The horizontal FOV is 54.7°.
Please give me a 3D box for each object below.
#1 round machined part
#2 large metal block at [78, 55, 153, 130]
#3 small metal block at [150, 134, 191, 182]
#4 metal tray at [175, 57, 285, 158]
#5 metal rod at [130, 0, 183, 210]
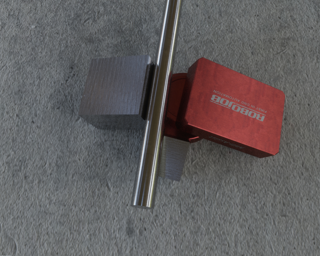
[{"bbox_3d":[0.032,-0.031,0.412,0.099,0.042,0.098,0,70,0],"label":"round machined part"},{"bbox_3d":[-0.049,-0.044,0.400,0.080,0.050,0.080,0,69,19],"label":"large metal block"},{"bbox_3d":[0.007,0.034,0.387,0.050,0.025,0.050,15,96,6],"label":"small metal block"},{"bbox_3d":[0.092,-0.023,0.392,0.131,0.030,0.090,19,71,-15],"label":"metal tray"},{"bbox_3d":[0.001,-0.053,0.384,0.025,0.025,0.299,7,68,2],"label":"metal rod"}]
